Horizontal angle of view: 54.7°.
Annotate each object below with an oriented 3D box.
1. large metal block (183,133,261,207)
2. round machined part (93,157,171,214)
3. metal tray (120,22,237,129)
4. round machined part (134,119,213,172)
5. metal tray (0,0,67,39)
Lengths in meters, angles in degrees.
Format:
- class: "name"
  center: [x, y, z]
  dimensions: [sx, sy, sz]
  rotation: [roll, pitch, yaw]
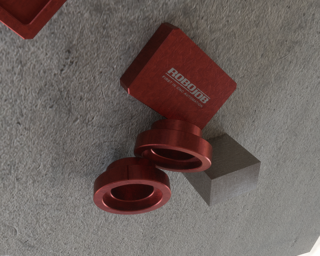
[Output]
- class: "large metal block"
  center: [0.087, 0.059, 0.457]
  dimensions: [0.081, 0.080, 0.050]
  rotation: [-15, 125, -20]
- class: "round machined part"
  center: [-0.037, 0.074, 0.407]
  dimensions: [0.099, 0.042, 0.097]
  rotation: [-5, 141, -4]
- class: "metal tray"
  center: [0.027, -0.055, 0.386]
  dimensions: [0.130, 0.030, 0.090]
  rotation: [32, 101, -39]
- class: "round machined part"
  center: [0.019, 0.022, 0.398]
  dimensions: [0.098, 0.098, 0.042]
  rotation: [32, 58, -39]
- class: "metal tray"
  center: [-0.131, -0.146, 0.241]
  dimensions: [0.090, 0.030, 0.130]
  rotation: [-47, 130, 4]
